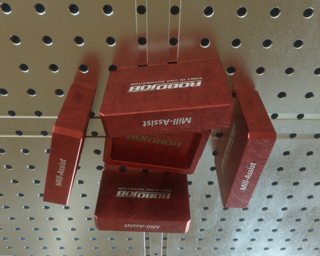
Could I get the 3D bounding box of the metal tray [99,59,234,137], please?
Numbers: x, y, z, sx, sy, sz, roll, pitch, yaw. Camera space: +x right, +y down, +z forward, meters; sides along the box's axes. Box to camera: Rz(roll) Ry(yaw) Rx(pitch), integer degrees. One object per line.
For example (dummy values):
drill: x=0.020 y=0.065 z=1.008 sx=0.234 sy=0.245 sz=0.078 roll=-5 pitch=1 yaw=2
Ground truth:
metal tray: x=0.007 y=-0.035 z=0.338 sx=0.131 sy=0.090 sz=0.030 roll=-5 pitch=130 yaw=4

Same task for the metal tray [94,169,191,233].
metal tray: x=-0.024 y=0.106 z=0.459 sx=0.131 sy=0.090 sz=0.030 roll=3 pitch=130 yaw=-2

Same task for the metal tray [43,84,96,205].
metal tray: x=-0.113 y=0.022 z=0.387 sx=0.030 sy=0.090 sz=0.129 roll=14 pitch=129 yaw=-11

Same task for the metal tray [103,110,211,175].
metal tray: x=-0.007 y=0.016 z=0.421 sx=0.131 sy=0.030 sz=0.089 roll=8 pitch=130 yaw=-8

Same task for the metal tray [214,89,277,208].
metal tray: x=0.101 y=0.028 z=0.393 sx=0.030 sy=0.090 sz=0.129 roll=3 pitch=130 yaw=-3
